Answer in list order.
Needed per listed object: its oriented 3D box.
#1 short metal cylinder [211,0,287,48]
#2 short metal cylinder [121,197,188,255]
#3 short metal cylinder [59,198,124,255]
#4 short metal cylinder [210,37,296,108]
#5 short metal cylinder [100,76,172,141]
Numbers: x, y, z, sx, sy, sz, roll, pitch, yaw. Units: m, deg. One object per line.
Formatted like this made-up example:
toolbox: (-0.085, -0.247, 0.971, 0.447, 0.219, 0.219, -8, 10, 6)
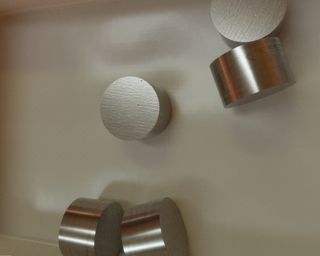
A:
short metal cylinder: (0.104, -0.134, 0.360, 0.080, 0.050, 0.079, 0, 90, 19)
short metal cylinder: (-0.005, 0.131, 0.382, 0.050, 0.080, 0.080, -19, 84, 19)
short metal cylinder: (-0.088, 0.136, 0.411, 0.050, 0.080, 0.079, 2, 91, 20)
short metal cylinder: (0.102, -0.059, 0.345, 0.080, 0.080, 0.050, -20, 84, 18)
short metal cylinder: (-0.030, -0.024, 0.407, 0.080, 0.050, 0.079, 0, 90, 19)
